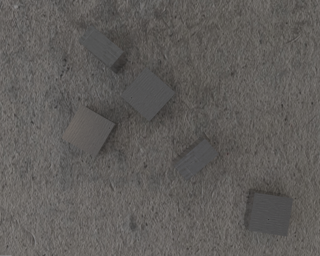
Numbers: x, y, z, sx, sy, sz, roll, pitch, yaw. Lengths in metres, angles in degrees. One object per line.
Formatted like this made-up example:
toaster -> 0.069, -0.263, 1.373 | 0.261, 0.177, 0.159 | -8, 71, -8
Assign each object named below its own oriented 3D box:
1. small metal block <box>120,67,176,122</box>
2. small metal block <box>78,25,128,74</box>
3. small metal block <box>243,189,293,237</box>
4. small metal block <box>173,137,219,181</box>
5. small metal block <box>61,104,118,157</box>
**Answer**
small metal block -> -0.015, -0.043, 0.410 | 0.050, 0.025, 0.050 | 42, 90, 0
small metal block -> -0.071, -0.098, 0.397 | 0.050, 0.050, 0.025 | 40, 90, 0
small metal block -> 0.143, 0.111, 0.411 | 0.050, 0.025, 0.050 | 9, 90, 0
small metal block -> 0.044, 0.038, 0.398 | 0.050, 0.050, 0.025 | -41, 90, 0
small metal block -> -0.092, 0.004, 0.409 | 0.050, 0.025, 0.050 | 30, 90, 0
